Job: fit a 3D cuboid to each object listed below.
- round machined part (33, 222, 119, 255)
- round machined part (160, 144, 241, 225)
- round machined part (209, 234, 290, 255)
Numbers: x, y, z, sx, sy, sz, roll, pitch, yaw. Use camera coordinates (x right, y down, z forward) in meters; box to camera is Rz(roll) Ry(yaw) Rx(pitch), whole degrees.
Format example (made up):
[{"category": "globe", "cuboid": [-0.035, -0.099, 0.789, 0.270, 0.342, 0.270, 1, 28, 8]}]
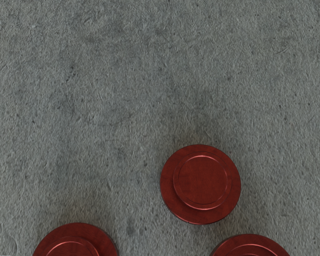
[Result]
[{"category": "round machined part", "cuboid": [-0.095, 0.155, 0.342, 0.099, 0.042, 0.098, 0, 70, 0]}, {"category": "round machined part", "cuboid": [0.049, 0.066, 0.375, 0.099, 0.042, 0.098, 0, 70, 0]}, {"category": "round machined part", "cuboid": [0.097, 0.167, 0.338, 0.099, 0.042, 0.098, 0, 70, 0]}]
